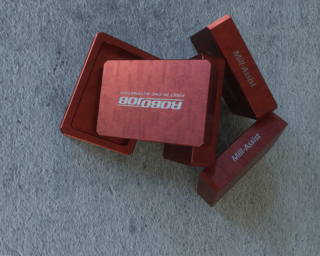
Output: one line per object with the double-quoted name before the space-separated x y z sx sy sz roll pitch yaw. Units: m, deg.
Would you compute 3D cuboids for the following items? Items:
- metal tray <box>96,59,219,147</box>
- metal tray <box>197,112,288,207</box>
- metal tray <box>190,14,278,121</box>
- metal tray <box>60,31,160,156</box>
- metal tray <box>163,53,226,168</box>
"metal tray" -0.005 -0.029 0.349 0.130 0.030 0.089 5 88 24
"metal tray" 0.107 0.043 0.417 0.130 0.090 0.030 -40 68 -15
"metal tray" 0.094 -0.076 0.409 0.030 0.090 0.130 -32 101 -3
"metal tray" -0.059 -0.041 0.387 0.091 0.030 0.129 21 83 -19
"metal tray" 0.040 -0.020 0.392 0.030 0.090 0.129 7 88 -20
